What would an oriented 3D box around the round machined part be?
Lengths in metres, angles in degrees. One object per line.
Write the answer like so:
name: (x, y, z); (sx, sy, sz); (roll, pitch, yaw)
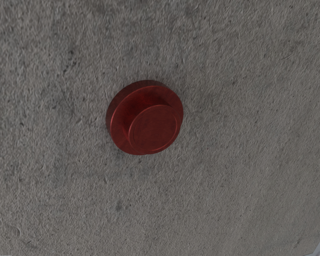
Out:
round machined part: (-0.013, -0.006, 0.384); (0.099, 0.042, 0.097); (-14, 124, -21)
